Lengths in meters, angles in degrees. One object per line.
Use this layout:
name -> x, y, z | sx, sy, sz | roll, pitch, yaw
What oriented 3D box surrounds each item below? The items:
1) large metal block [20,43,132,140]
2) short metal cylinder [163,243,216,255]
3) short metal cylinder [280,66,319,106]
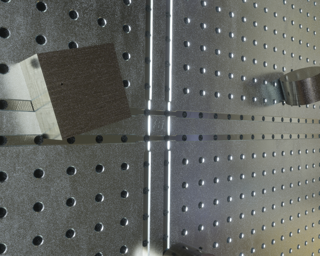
large metal block -> -0.085, -0.039, 0.321 | 0.081, 0.050, 0.080 | -22, 104, -38
short metal cylinder -> 0.041, 0.207, 0.428 | 0.081, 0.050, 0.080 | 0, 90, -40
short metal cylinder -> 0.284, -0.083, 0.611 | 0.081, 0.080, 0.050 | -34, 111, -35
